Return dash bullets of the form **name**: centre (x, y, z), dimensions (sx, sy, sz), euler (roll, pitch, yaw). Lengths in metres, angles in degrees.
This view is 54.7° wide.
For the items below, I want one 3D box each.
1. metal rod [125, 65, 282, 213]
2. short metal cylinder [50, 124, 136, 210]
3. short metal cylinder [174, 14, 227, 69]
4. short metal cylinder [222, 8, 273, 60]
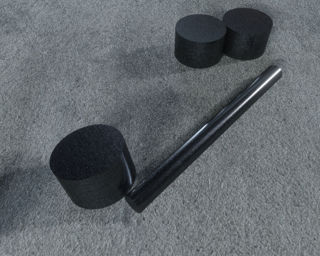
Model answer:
- **metal rod**: centre (0.073, -0.002, 0.405), dimensions (0.025, 0.025, 0.302), euler (36, 58, 26)
- **short metal cylinder**: centre (-0.072, 0.041, 0.340), dimensions (0.080, 0.050, 0.080), euler (-8, 41, 7)
- **short metal cylinder**: centre (0.065, -0.143, 0.508), dimensions (0.080, 0.050, 0.080), euler (0, 50, 0)
- **short metal cylinder**: centre (0.142, -0.159, 0.522), dimensions (0.081, 0.050, 0.080), euler (0, 50, 0)
